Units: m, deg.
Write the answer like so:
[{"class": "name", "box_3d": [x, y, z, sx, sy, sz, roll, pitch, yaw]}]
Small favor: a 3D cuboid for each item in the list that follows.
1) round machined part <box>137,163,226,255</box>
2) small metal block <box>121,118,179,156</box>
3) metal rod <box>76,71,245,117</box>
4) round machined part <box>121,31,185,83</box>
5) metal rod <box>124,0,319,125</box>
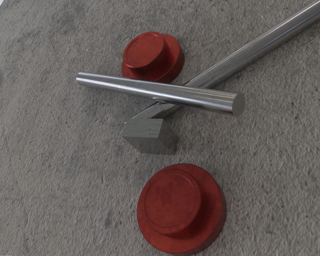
[{"class": "round machined part", "box_3d": [0.018, 0.083, 0.333, 0.098, 0.042, 0.098, -13, 56, 21]}, {"class": "small metal block", "box_3d": [-0.011, 0.011, 0.387, 0.050, 0.050, 0.025, 1, 63, 29]}, {"class": "metal rod", "box_3d": [-0.024, -0.054, 0.422, 0.300, 0.025, 0.025, 16, 70, 43]}, {"class": "round machined part", "box_3d": [-0.016, -0.106, 0.466, 0.098, 0.042, 0.098, -13, 56, 21]}, {"class": "metal rod", "box_3d": [0.085, -0.077, 0.406, 0.300, 0.025, 0.025, -32, 52, 7]}]
